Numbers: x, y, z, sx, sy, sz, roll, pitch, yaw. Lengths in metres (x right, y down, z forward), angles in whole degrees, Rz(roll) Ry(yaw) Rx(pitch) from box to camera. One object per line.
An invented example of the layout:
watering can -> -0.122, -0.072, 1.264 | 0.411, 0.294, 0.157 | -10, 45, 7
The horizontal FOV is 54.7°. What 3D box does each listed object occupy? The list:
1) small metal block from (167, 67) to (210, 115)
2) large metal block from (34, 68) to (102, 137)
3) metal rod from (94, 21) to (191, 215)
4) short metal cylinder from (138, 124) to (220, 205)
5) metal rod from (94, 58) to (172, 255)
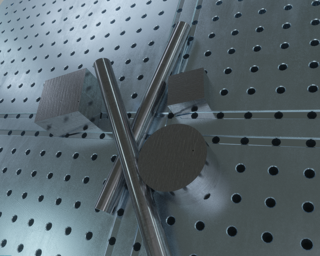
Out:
small metal block -> 0.039, -0.049, 0.417 | 0.050, 0.025, 0.050 | -11, 57, 22
large metal block -> -0.140, -0.039, 0.487 | 0.080, 0.050, 0.080 | -12, 57, 21
metal rod -> -0.017, -0.028, 0.432 | 0.025, 0.025, 0.300 | 9, 66, 32
short metal cylinder -> 0.022, 0.042, 0.354 | 0.080, 0.050, 0.080 | -13, 56, 20
metal rod -> -0.038, 0.031, 0.378 | 0.025, 0.025, 0.299 | -26, 62, 11
